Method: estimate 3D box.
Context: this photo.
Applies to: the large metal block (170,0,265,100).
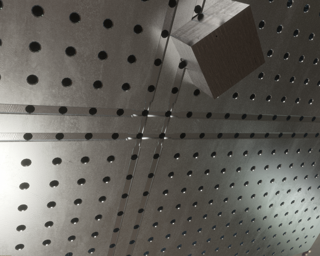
[{"bbox_3d":[0.072,-0.096,0.377,0.080,0.050,0.080,-36,130,-4],"label":"large metal block"}]
